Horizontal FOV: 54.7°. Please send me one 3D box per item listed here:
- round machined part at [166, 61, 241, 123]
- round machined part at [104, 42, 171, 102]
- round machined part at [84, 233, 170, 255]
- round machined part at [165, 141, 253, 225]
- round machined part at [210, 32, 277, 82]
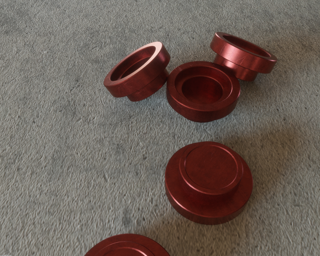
[{"bbox_3d":[0.058,-0.046,0.430,0.099,0.042,0.098,1,51,-1],"label":"round machined part"},{"bbox_3d":[-0.027,-0.074,0.435,0.098,0.042,0.098,-27,29,17],"label":"round machined part"},{"bbox_3d":[-0.031,0.141,0.273,0.099,0.042,0.098,0,50,0],"label":"round machined part"},{"bbox_3d":[0.055,0.054,0.347,0.099,0.042,0.098,0,50,0],"label":"round machined part"},{"bbox_3d":[0.119,-0.104,0.463,0.099,0.042,0.098,18,28,-10],"label":"round machined part"}]
